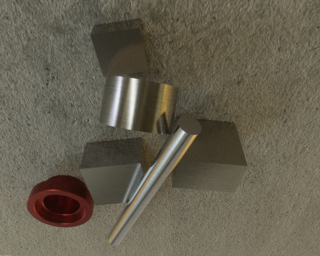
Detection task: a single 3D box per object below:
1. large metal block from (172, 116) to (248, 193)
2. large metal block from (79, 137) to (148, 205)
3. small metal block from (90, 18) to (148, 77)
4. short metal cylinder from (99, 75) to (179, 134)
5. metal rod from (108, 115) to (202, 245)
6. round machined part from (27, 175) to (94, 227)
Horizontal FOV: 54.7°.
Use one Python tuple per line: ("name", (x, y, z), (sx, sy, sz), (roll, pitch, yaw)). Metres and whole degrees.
("large metal block", (0.058, 0.033, 0.400), (0.081, 0.080, 0.050), (6, 130, -6))
("large metal block", (-0.060, 0.063, 0.444), (0.080, 0.050, 0.080), (-6, 130, 4))
("small metal block", (-0.041, -0.086, 0.334), (0.050, 0.025, 0.050), (-7, 130, 5))
("short metal cylinder", (-0.023, -0.025, 0.340), (0.081, 0.080, 0.050), (9, 94, -8))
("metal rod", (-0.022, 0.090, 0.410), (0.025, 0.025, 0.298), (16, 136, -14))
("round machined part", (-0.153, 0.112, 0.489), (0.099, 0.042, 0.097), (-1, 130, 0))
